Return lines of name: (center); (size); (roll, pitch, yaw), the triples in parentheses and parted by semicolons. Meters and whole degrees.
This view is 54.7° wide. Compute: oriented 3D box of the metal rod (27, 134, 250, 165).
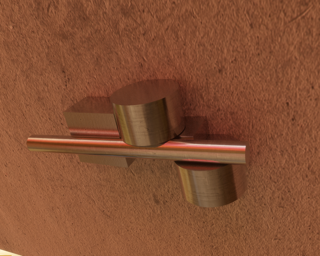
metal rod: (-0.046, 0.024, 0.380); (0.301, 0.025, 0.025); (1, 119, 26)

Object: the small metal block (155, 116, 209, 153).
small metal block: (0.028, 0.008, 0.380); (0.050, 0.050, 0.025); (1, 119, 27)

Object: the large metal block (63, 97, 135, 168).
large metal block: (-0.075, 0.004, 0.428); (0.080, 0.050, 0.079); (3, 120, 26)

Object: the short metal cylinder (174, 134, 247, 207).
short metal cylinder: (0.060, 0.048, 0.369); (0.080, 0.080, 0.050); (0, 118, 28)

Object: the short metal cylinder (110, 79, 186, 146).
short metal cylinder: (-0.013, -0.021, 0.367); (0.080, 0.080, 0.050); (2, 120, 27)
